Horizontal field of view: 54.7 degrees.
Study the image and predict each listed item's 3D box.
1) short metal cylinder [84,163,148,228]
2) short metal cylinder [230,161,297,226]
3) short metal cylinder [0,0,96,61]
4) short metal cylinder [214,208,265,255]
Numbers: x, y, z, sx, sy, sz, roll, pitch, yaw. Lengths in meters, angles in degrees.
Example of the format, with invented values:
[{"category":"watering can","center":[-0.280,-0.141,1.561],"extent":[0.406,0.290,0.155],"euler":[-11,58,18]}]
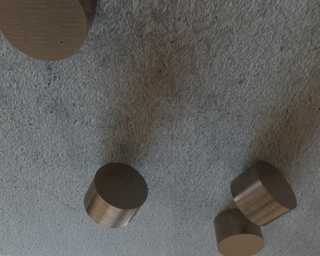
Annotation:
[{"category":"short metal cylinder","center":[-0.064,0.098,0.453],"extent":[0.080,0.080,0.050],"euler":[20,127,-16]},{"category":"short metal cylinder","center":[0.151,0.095,0.453],"extent":[0.080,0.080,0.050],"euler":[29,124,-23]},{"category":"short metal cylinder","center":[-0.106,-0.111,0.295],"extent":[0.081,0.050,0.079],"euler":[0,130,0]},{"category":"short metal cylinder","center":[0.139,0.188,0.552],"extent":[0.081,0.050,0.079],"euler":[0,130,0]}]
